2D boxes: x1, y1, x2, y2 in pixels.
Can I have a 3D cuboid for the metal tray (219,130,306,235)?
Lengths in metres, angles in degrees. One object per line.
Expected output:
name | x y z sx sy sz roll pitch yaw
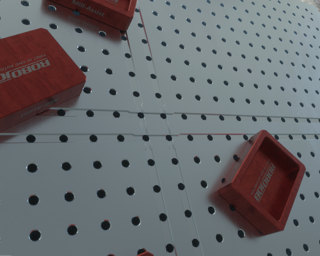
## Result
metal tray | 0.150 0.073 0.443 0.090 0.030 0.131 43 51 1

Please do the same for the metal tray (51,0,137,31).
metal tray | -0.101 -0.214 0.481 0.131 0.030 0.090 19 54 -18

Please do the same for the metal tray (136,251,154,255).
metal tray | -0.028 0.191 0.274 0.091 0.030 0.130 -10 67 -33

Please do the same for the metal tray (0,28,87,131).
metal tray | -0.163 -0.057 0.352 0.131 0.030 0.090 -35 82 -39
